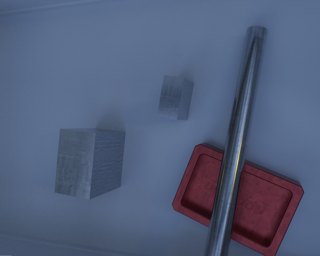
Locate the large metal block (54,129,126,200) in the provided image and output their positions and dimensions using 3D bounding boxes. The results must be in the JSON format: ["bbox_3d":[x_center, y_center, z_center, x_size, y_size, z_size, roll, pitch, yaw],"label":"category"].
[{"bbox_3d":[-0.090,0.043,0.412,0.050,0.080,0.079,6,92,19],"label":"large metal block"}]

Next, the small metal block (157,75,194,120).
[{"bbox_3d":[0.021,-0.037,0.389,0.025,0.050,0.050,11,94,19],"label":"small metal block"}]

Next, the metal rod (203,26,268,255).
[{"bbox_3d":[0.084,0.028,0.349,0.025,0.025,0.299,10,81,19],"label":"metal rod"}]

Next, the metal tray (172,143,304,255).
[{"bbox_3d":[0.091,0.083,0.375,0.130,0.030,0.089,23,97,18],"label":"metal tray"}]
